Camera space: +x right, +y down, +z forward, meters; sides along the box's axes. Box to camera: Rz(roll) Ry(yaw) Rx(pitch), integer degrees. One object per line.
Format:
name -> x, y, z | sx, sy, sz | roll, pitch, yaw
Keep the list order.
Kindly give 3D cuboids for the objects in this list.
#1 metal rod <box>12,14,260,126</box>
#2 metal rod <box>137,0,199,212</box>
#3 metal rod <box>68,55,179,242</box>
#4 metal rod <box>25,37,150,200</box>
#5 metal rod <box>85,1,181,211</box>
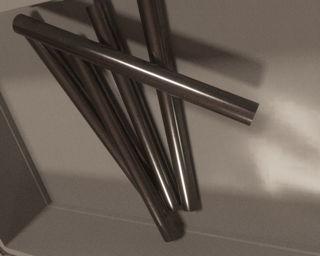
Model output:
metal rod -> -0.038, -0.071, 0.349 | 0.301, 0.025, 0.025 | 23, 127, 13
metal rod -> 0.015, -0.016, 0.389 | 0.025, 0.025, 0.298 | 2, 119, 27
metal rod -> -0.045, 0.032, 0.435 | 0.025, 0.025, 0.299 | -17, 105, 34
metal rod -> -0.094, -0.014, 0.447 | 0.025, 0.025, 0.299 | -25, 106, 36
metal rod -> -0.026, -0.013, 0.412 | 0.025, 0.025, 0.298 | -7, 115, 31
